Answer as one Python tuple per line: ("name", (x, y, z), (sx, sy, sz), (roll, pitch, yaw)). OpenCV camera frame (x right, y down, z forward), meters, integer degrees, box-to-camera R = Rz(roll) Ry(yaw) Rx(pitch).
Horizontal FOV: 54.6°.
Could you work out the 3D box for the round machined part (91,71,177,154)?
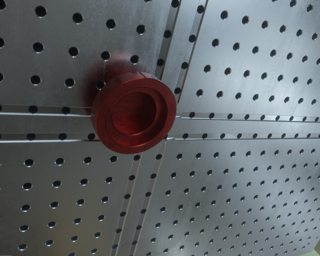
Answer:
("round machined part", (-0.033, -0.021, 0.368), (0.099, 0.042, 0.097), (-14, 124, -21))
